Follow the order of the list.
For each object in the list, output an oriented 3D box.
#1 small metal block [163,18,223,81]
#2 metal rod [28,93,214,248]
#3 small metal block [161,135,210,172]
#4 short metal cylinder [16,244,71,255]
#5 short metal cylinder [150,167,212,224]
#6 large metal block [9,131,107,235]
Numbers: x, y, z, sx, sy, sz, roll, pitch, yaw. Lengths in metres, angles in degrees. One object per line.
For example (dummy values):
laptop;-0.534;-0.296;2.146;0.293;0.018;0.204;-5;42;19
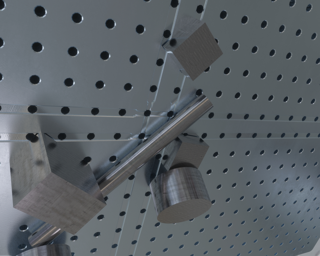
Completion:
small metal block;0.041;-0.094;0.375;0.050;0.025;0.050;-43;130;1
metal rod;-0.051;0.058;0.418;0.300;0.025;0.025;-40;129;-2
small metal block;0.037;0.038;0.455;0.050;0.025;0.050;11;113;-33
short metal cylinder;-0.157;0.197;0.415;0.081;0.050;0.080;-17;146;-11
short metal cylinder;0.029;0.100;0.455;0.081;0.050;0.080;-11;144;-8
large metal block;-0.116;0.061;0.350;0.050;0.080;0.080;-43;129;2
